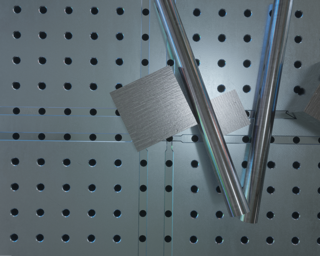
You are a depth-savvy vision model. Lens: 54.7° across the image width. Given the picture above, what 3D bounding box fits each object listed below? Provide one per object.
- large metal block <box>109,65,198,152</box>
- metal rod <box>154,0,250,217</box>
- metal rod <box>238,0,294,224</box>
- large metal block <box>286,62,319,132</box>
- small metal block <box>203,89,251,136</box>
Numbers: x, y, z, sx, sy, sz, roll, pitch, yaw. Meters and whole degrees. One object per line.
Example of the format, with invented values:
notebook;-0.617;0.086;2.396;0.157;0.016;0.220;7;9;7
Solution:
large metal block;-0.008;-0.024;0.401;0.080;0.050;0.080;-25;90;0
metal rod;0.048;-0.039;0.390;0.025;0.025;0.299;-18;81;0
metal rod;0.141;-0.024;0.414;0.025;0.025;0.298;9;90;0
large metal block;0.230;-0.035;0.402;0.080;0.050;0.080;30;90;0
small metal block;0.085;-0.018;0.414;0.050;0.025;0.050;-24;90;0
